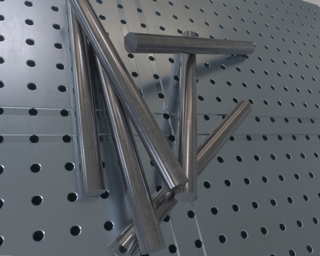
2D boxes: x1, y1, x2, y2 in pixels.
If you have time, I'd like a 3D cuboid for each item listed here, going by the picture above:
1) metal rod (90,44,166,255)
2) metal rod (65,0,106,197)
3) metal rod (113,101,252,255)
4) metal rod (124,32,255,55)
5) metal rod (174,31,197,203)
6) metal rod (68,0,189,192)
[{"bbox_3d":[-0.049,-0.007,0.368,0.025,0.025,0.299,-1,57,-29],"label":"metal rod"},{"bbox_3d":[-0.099,-0.063,0.392,0.025,0.025,0.299,2,61,-27],"label":"metal rod"},{"bbox_3d":[0.049,0.045,0.406,0.025,0.025,0.302,45,51,3],"label":"metal rod"},{"bbox_3d":[0.067,-0.128,0.485,0.302,0.025,0.025,-13,68,-45],"label":"metal rod"},{"bbox_3d":[0.039,-0.040,0.434,0.025,0.025,0.300,19,49,-17],"label":"metal rod"},{"bbox_3d":[-0.049,-0.062,0.374,0.025,0.025,0.299,-15,66,-34],"label":"metal rod"}]
